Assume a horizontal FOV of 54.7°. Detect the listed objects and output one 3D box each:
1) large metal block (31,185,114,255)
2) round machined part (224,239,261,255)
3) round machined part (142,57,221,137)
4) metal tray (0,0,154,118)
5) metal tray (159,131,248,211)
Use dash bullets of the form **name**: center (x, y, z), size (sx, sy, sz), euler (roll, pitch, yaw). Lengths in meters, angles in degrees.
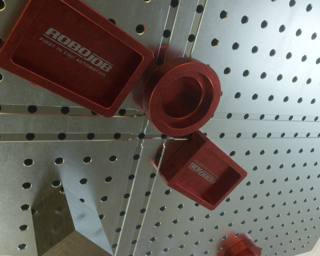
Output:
- **large metal block**: center (-0.113, 0.134, 0.397), size (0.050, 0.080, 0.080), euler (-37, 129, -3)
- **round machined part**: center (0.186, 0.299, 0.687), size (0.099, 0.042, 0.097), euler (-14, 124, -21)
- **round machined part**: center (0.023, -0.041, 0.387), size (0.099, 0.042, 0.097), euler (-14, 124, -21)
- **metal tray**: center (-0.082, -0.075, 0.316), size (0.131, 0.030, 0.090), euler (27, 103, -38)
- **metal tray**: center (0.072, 0.072, 0.491), size (0.090, 0.030, 0.130), euler (-48, 129, 5)
